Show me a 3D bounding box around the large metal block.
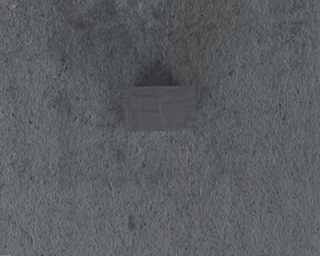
[{"bbox_3d":[0.000,-0.022,0.384,0.081,0.080,0.050,-1,90,-1],"label":"large metal block"}]
